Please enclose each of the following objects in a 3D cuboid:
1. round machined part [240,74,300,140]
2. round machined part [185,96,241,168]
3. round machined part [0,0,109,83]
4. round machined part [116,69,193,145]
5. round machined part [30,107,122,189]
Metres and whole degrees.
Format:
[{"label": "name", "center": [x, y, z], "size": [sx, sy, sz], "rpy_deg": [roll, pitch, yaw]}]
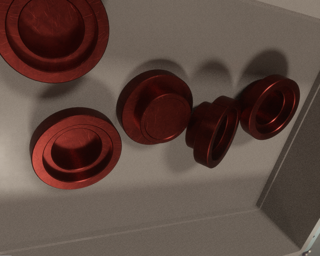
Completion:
[{"label": "round machined part", "center": [0.157, -0.034, 0.462], "size": [0.099, 0.042, 0.097], "rpy_deg": [-16, 126, -24]}, {"label": "round machined part", "center": [0.070, 0.002, 0.421], "size": [0.099, 0.042, 0.097], "rpy_deg": [-41, 143, -40]}, {"label": "round machined part", "center": [-0.100, -0.094, 0.285], "size": [0.099, 0.042, 0.097], "rpy_deg": [-14, 125, -21]}, {"label": "round machined part", "center": [-0.001, -0.020, 0.386], "size": [0.099, 0.042, 0.097], "rpy_deg": [-14, 125, -21]}, {"label": "round machined part", "center": [-0.098, 0.019, 0.357], "size": [0.099, 0.042, 0.097], "rpy_deg": [-14, 125, -21]}]
